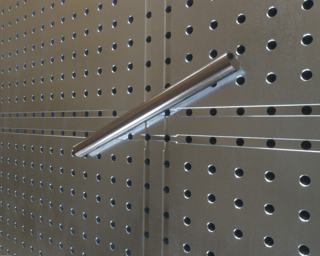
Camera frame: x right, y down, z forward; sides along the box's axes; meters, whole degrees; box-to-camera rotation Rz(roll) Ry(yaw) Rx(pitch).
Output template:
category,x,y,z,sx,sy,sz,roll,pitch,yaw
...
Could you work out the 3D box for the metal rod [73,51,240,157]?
category,x,y,z,sx,sy,sz,roll,pitch,yaw
metal rod,-0.027,-0.019,0.429,0.299,0.025,0.025,-27,73,36
